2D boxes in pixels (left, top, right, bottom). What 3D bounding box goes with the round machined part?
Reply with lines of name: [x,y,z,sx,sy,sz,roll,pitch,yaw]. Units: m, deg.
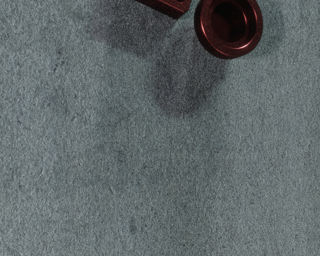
round machined part: [0.091,-0.145,0.435,0.099,0.042,0.097,0,90,-21]

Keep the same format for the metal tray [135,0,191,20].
metal tray: [0.009,-0.224,0.410,0.091,0.030,0.129,19,84,-20]
